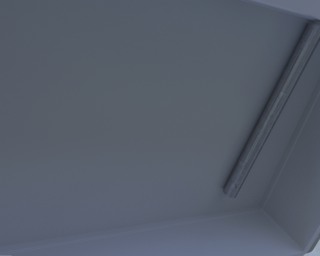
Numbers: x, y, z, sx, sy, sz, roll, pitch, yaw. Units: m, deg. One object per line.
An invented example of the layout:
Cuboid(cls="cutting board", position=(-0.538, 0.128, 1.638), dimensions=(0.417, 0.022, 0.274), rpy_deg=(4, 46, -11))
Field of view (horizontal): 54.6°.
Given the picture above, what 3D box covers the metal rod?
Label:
Cuboid(cls="metal rod", position=(0.173, -0.015, 0.492), dimensions=(0.025, 0.025, 0.298), rpy_deg=(8, 115, -32))
